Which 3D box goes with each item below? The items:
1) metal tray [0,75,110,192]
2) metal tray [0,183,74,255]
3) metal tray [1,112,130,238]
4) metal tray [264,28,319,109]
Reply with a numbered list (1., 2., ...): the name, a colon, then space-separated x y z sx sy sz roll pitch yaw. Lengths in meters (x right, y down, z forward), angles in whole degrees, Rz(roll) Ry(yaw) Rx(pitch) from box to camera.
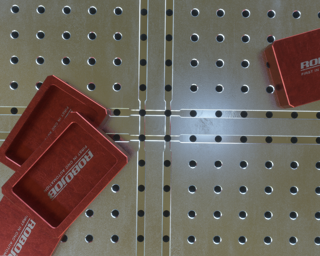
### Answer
1. metal tray: -0.138 0.008 0.408 0.090 0.030 0.130 33 90 -1
2. metal tray: -0.182 0.147 0.409 0.090 0.030 0.130 30 90 -1
3. metal tray: -0.112 0.055 0.378 0.090 0.030 0.130 42 90 -1
4. metal tray: 0.218 -0.086 0.414 0.131 0.030 0.090 -16 90 -1
